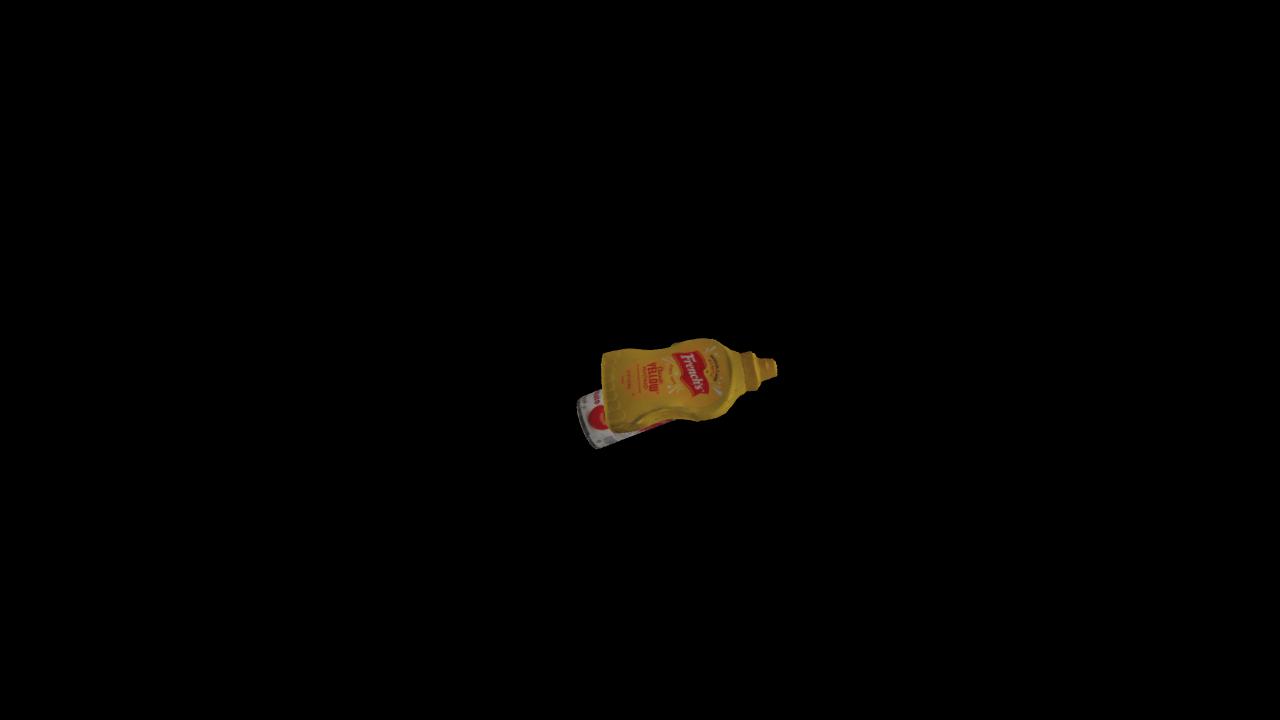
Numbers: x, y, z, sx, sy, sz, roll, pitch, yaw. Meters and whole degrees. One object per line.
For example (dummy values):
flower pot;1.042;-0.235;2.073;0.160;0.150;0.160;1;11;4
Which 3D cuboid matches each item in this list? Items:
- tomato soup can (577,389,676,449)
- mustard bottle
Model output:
tomato soup can;-0.016;0.058;0.727;0.101;0.068;0.068;-22;-4;10
mustard bottle;0.053;0.022;0.651;0.184;0.092;0.054;-9;-32;6
